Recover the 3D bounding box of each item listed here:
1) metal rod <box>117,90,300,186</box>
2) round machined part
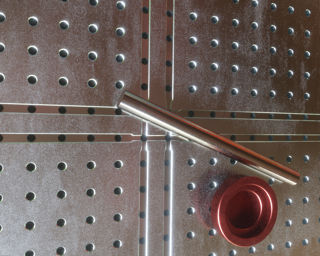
[{"bbox_3d":[0.081,0.021,0.442,0.302,0.025,0.025,24,82,-19],"label":"metal rod"},{"bbox_3d":[0.116,0.115,0.447,0.099,0.042,0.097,0,90,-20],"label":"round machined part"}]
